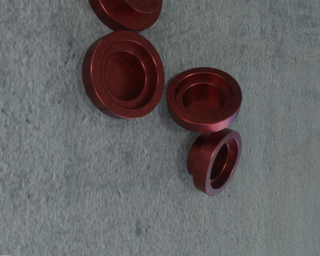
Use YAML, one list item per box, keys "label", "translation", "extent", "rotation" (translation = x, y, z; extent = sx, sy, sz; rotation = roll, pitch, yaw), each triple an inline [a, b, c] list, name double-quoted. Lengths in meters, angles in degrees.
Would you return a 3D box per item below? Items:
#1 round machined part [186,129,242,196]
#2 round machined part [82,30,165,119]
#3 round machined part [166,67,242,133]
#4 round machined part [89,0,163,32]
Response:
- label: "round machined part"
  translation: [0.075, 0.044, 0.446]
  extent: [0.099, 0.042, 0.097]
  rotation: [-28, 128, -43]
- label: "round machined part"
  translation: [-0.045, -0.059, 0.357]
  extent: [0.099, 0.042, 0.097]
  rotation: [0, 90, -40]
- label: "round machined part"
  translation: [0.059, -0.033, 0.422]
  extent: [0.098, 0.098, 0.042]
  rotation: [-54, 157, -26]
- label: "round machined part"
  translation: [-0.034, -0.165, 0.367]
  extent: [0.099, 0.042, 0.097]
  rotation: [0, 90, -40]
